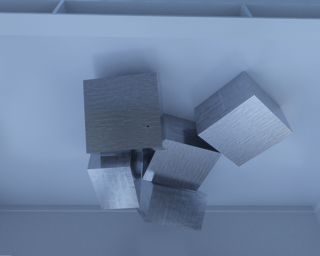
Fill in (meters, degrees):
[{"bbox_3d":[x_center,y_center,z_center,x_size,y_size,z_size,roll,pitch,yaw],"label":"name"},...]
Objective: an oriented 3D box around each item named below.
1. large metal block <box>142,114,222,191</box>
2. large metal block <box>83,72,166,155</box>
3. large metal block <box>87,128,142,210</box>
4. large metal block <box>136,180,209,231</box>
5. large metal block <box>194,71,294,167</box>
[{"bbox_3d":[0.027,0.035,0.422,0.081,0.050,0.079,15,129,-13],"label":"large metal block"},{"bbox_3d":[-0.038,-0.013,0.352,0.080,0.080,0.050,-5,172,5],"label":"large metal block"},{"bbox_3d":[-0.056,0.051,0.414,0.050,0.080,0.080,-4,130,3],"label":"large metal block"},{"bbox_3d":[0.014,0.108,0.455,0.081,0.080,0.050,14,86,-14],"label":"large metal block"},{"bbox_3d":[0.101,-0.009,0.385,0.080,0.050,0.080,36,121,-27],"label":"large metal block"}]
